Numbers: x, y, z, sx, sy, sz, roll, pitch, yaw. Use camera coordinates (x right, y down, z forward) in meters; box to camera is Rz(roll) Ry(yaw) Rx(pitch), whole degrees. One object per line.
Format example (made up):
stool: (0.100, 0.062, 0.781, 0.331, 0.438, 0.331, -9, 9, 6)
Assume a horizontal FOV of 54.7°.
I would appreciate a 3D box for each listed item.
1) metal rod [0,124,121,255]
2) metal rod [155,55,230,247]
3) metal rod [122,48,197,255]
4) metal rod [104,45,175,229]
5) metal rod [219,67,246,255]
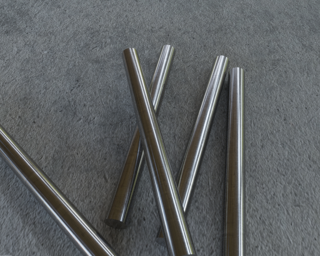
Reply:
metal rod: (-0.150, 0.052, 0.357, 0.300, 0.025, 0.025, 37, 59, 27)
metal rod: (0.052, 0.005, 0.399, 0.025, 0.025, 0.300, 14, 51, 11)
metal rod: (-0.012, 0.004, 0.365, 0.025, 0.025, 0.300, -10, 51, -8)
metal rod: (-0.016, -0.014, 0.414, 0.025, 0.025, 0.300, 9, 50, 7)
metal rod: (0.091, 0.030, 0.377, 0.025, 0.025, 0.300, 8, 50, 6)
